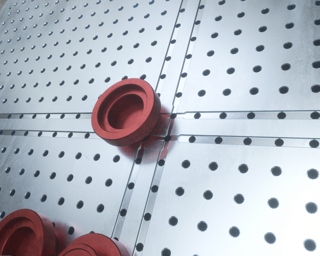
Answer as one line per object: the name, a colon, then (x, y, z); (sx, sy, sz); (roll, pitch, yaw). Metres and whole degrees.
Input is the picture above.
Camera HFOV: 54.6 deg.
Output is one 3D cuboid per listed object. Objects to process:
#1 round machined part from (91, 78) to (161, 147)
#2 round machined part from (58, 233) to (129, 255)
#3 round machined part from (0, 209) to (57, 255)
round machined part: (-0.043, -0.018, 0.432); (0.098, 0.042, 0.098); (-13, 56, 21)
round machined part: (-0.082, 0.166, 0.340); (0.098, 0.042, 0.098); (-13, 56, 21)
round machined part: (-0.171, 0.156, 0.393); (0.098, 0.042, 0.098); (-13, 56, 21)
